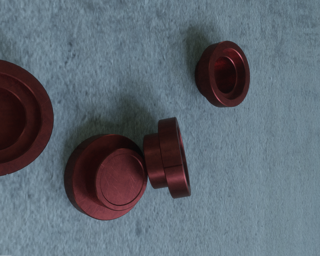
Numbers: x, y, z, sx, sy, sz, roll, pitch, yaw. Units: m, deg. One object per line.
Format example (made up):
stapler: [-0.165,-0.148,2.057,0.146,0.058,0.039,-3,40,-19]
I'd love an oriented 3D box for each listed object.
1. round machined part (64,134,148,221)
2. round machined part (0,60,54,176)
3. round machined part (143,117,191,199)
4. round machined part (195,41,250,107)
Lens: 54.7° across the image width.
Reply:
round machined part: [-0.053,0.056,0.351,0.099,0.042,0.097,0,90,-40]
round machined part: [-0.149,-0.008,0.270,0.099,0.042,0.097,0,90,-40]
round machined part: [0.008,0.038,0.380,0.098,0.042,0.097,-12,91,-84]
round machined part: [0.091,-0.080,0.473,0.099,0.042,0.097,0,90,-40]
